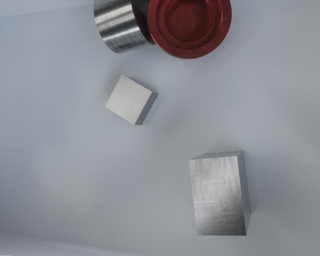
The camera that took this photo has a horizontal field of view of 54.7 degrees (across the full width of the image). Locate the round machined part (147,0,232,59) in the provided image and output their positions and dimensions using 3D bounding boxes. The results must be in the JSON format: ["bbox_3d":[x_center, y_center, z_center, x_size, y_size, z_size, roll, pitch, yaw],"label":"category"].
[{"bbox_3d":[0.034,-0.134,0.378,0.099,0.042,0.097,0,100,2],"label":"round machined part"}]

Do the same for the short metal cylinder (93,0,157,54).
[{"bbox_3d":[-0.039,-0.139,0.392,0.050,0.080,0.080,-9,87,24],"label":"short metal cylinder"}]

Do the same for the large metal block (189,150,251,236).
[{"bbox_3d":[0.072,0.070,0.356,0.050,0.080,0.080,-7,88,19],"label":"large metal block"}]

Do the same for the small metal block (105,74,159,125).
[{"bbox_3d":[-0.038,-0.038,0.423,0.050,0.025,0.050,32,100,16],"label":"small metal block"}]
